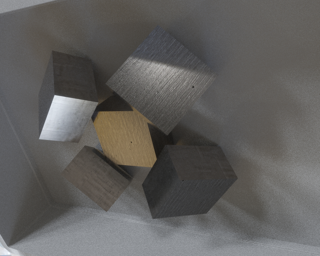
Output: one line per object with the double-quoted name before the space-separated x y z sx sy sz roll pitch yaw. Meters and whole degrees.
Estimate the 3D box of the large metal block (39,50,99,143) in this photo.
"large metal block" -0.122 -0.039 0.401 0.050 0.080 0.080 8 136 -30

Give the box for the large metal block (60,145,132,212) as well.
"large metal block" -0.088 0.072 0.455 0.080 0.050 0.080 39 173 1

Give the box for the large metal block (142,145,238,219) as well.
"large metal block" 0.034 0.067 0.386 0.081 0.050 0.079 3 134 -28

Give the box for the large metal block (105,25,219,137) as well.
"large metal block" 0.002 -0.047 0.334 0.080 0.050 0.080 40 86 1

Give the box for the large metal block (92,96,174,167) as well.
"large metal block" -0.035 0.003 0.409 0.080 0.050 0.080 1 119 28
